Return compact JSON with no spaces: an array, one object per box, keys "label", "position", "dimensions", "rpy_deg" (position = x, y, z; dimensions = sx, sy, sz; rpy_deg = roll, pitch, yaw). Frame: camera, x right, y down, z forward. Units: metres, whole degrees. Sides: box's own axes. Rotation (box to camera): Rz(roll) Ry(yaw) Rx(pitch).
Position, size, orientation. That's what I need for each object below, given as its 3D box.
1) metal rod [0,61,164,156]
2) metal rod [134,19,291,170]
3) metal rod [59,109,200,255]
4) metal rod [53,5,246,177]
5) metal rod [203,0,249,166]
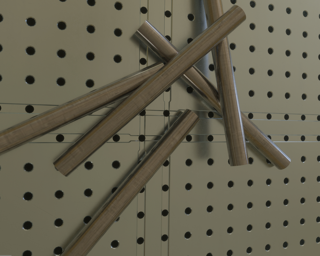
[{"label":"metal rod","position":[-0.123,-0.011,0.367],"dimensions":[0.302,0.025,0.025],"rpy_deg":[-27,100,-18]},{"label":"metal rod","position":[0.084,-0.038,0.445],"dimensions":[0.300,0.025,0.025],"rpy_deg":[41,77,-16]},{"label":"metal rod","position":[-0.051,0.092,0.394],"dimensions":[0.025,0.025,0.300],"rpy_deg":[45,76,-15]},{"label":"metal rod","position":[-0.008,-0.050,0.387],"dimensions":[0.301,0.025,0.025],"rpy_deg":[-42,104,-7]},{"label":"metal rod","position":[0.085,-0.098,0.425],"dimensions":[0.025,0.025,0.298],"rpy_deg":[-7,85,-20]}]
